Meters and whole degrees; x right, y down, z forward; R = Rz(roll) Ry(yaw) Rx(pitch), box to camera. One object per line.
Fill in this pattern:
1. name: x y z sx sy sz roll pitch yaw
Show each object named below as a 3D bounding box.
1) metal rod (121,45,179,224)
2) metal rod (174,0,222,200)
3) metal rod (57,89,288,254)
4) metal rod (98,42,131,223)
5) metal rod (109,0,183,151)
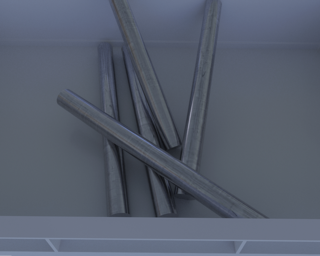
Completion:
1. metal rod: -0.022 -0.018 0.419 0.025 0.025 0.300 -9 51 -8
2. metal rod: 0.055 -0.056 0.407 0.025 0.025 0.299 9 64 6
3. metal rod: -0.007 0.032 0.343 0.300 0.025 0.025 31 57 24
4. metal rod: -0.067 -0.019 0.419 0.025 0.025 0.300 -7 50 -6
5. metal rod: -0.034 -0.112 0.415 0.025 0.025 0.299 -18 79 -15
